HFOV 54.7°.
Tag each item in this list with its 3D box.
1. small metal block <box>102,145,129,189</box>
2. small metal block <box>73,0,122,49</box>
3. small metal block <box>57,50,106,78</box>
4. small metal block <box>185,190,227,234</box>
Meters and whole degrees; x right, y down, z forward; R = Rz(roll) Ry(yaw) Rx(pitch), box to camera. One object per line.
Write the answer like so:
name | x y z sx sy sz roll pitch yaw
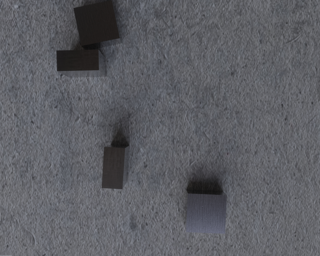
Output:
small metal block | -0.056 0.048 0.397 0.025 0.050 0.050 4 90 0
small metal block | -0.081 -0.135 0.409 0.050 0.025 0.050 -12 90 0
small metal block | -0.099 -0.081 0.396 0.050 0.050 0.025 -1 90 0
small metal block | 0.060 0.110 0.410 0.050 0.025 0.050 3 90 0
